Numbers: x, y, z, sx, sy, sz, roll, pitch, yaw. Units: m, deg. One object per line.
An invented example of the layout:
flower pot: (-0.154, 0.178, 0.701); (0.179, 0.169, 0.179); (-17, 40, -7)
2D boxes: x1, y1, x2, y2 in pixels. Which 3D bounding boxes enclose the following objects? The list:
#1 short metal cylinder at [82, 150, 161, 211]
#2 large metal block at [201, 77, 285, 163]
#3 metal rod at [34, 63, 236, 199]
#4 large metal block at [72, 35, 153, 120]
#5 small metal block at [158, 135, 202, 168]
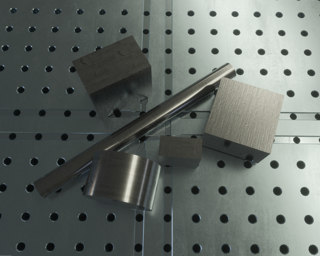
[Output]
short metal cylinder: (-0.043, 0.062, 0.359); (0.080, 0.080, 0.050); (11, 71, 3)
large metal block: (0.104, -0.009, 0.400); (0.080, 0.050, 0.080); (18, 71, 6)
metal rod: (-0.024, -0.003, 0.412); (0.301, 0.025, 0.025); (-33, 74, -12)
large metal block: (-0.058, -0.063, 0.406); (0.080, 0.080, 0.050); (-27, 73, -10)
small metal block: (0.024, 0.031, 0.388); (0.050, 0.050, 0.025); (5, 70, 1)
